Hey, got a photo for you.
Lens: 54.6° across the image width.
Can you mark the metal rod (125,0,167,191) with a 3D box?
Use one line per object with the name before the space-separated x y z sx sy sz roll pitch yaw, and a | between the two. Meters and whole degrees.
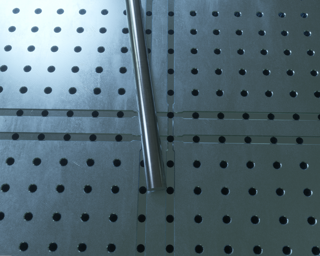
metal rod | -0.023 -0.064 0.434 0.025 0.025 0.299 -7 70 -3
